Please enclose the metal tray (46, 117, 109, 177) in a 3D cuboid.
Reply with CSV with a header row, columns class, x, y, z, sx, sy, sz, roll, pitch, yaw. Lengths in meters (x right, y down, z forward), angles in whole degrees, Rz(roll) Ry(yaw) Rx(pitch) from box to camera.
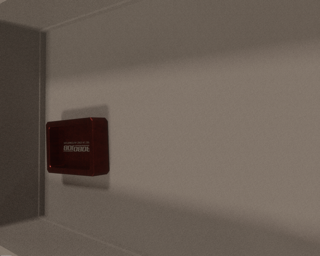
class,x,y,z,sx,sy,sz,roll,pitch,yaw
metal tray,-0.141,0.031,0.516,0.130,0.030,0.089,-3,88,39
